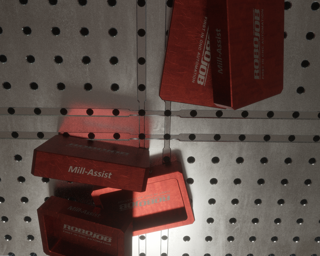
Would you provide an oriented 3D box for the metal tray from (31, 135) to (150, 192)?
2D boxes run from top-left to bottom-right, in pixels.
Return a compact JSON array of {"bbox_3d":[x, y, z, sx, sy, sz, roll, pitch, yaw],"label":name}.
[{"bbox_3d":[-0.080,0.042,0.390,0.131,0.090,0.030,10,99,-4],"label":"metal tray"}]

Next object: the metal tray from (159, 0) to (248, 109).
[{"bbox_3d":[0.052,-0.094,0.377,0.091,0.030,0.129,8,110,-4],"label":"metal tray"}]

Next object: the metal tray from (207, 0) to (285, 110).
[{"bbox_3d":[0.101,-0.094,0.353,0.091,0.030,0.129,-19,113,-29],"label":"metal tray"}]

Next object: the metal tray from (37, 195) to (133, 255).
[{"bbox_3d":[-0.105,0.154,0.441,0.131,0.030,0.089,10,117,14],"label":"metal tray"}]

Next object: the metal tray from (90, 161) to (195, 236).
[{"bbox_3d":[-0.023,0.107,0.449,0.131,0.030,0.089,-14,110,4],"label":"metal tray"}]
